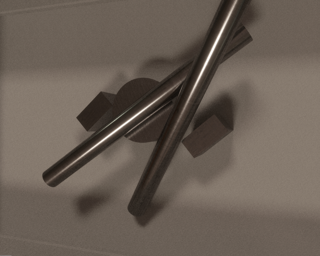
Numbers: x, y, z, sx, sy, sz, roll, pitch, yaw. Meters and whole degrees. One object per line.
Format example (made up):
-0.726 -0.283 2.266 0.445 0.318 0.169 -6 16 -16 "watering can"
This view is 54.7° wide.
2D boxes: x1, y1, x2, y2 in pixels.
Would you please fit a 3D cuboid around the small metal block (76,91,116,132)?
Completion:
-0.077 -0.021 0.423 0.050 0.050 0.025 -44 77 14 "small metal block"

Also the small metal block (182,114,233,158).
0.059 0.009 0.376 0.050 0.050 0.025 -40 78 15 "small metal block"

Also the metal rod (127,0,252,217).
0.022 -0.009 0.346 0.025 0.025 0.298 33 120 16 "metal rod"

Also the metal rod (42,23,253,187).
-0.027 -0.018 0.365 0.300 0.025 0.025 -36 79 16 "metal rod"

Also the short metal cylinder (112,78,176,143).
-0.014 -0.022 0.401 0.080 0.050 0.079 0 90 19 "short metal cylinder"
